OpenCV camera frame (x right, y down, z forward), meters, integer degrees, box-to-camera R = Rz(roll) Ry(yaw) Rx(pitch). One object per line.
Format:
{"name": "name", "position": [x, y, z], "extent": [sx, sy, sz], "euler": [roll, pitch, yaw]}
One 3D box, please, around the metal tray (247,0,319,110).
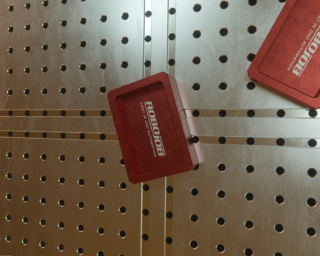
{"name": "metal tray", "position": [0.170, -0.096, 0.349], "extent": [0.090, 0.030, 0.129], "euler": [31, 100, 17]}

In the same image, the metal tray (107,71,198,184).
{"name": "metal tray", "position": [-0.011, 0.001, 0.414], "extent": [0.090, 0.030, 0.129], "euler": [-17, 84, 19]}
